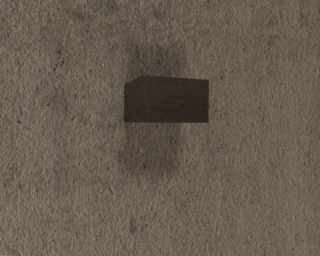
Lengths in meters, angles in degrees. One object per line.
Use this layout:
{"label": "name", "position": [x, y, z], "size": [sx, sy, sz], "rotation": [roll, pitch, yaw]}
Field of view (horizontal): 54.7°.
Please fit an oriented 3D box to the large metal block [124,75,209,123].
{"label": "large metal block", "position": [0.005, -0.032, 0.383], "size": [0.081, 0.080, 0.050], "rotation": [0, 90, -20]}
